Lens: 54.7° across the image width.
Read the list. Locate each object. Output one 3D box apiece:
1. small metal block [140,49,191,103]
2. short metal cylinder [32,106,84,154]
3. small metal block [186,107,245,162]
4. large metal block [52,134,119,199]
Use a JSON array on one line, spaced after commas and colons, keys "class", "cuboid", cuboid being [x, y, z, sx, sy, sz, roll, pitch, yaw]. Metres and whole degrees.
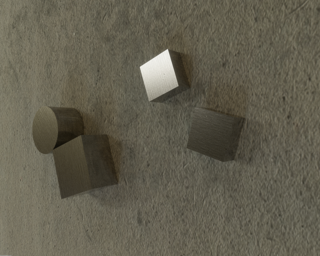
[{"class": "small metal block", "cuboid": [0.006, -0.066, 0.400, 0.050, 0.025, 0.050, -24, 75, 37]}, {"class": "short metal cylinder", "cuboid": [-0.176, 0.003, 0.534, 0.080, 0.050, 0.080, 0, 90, 40]}, {"class": "small metal block", "cuboid": [0.063, 0.006, 0.353, 0.050, 0.025, 0.050, 19, 102, 38]}, {"class": "large metal block", "cuboid": [-0.119, 0.061, 0.487, 0.080, 0.050, 0.080, -24, 75, 37]}]
